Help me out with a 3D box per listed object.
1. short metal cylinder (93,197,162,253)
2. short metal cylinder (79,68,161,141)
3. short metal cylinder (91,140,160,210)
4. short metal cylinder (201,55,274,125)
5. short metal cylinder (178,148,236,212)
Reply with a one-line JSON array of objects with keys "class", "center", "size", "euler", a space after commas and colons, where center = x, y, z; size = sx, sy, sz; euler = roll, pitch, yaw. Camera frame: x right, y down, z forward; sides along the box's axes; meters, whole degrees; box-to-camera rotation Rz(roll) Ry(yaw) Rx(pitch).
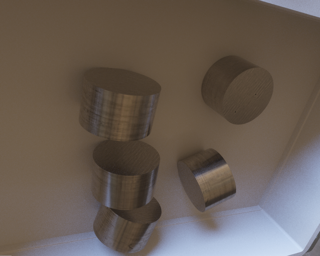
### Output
[{"class": "short metal cylinder", "center": [-0.045, 0.122, 0.424], "size": [0.081, 0.080, 0.050], "euler": [10, 113, -33]}, {"class": "short metal cylinder", "center": [-0.043, -0.028, 0.332], "size": [0.081, 0.080, 0.050], "euler": [-1, 119, -28]}, {"class": "short metal cylinder", "center": [-0.043, 0.054, 0.383], "size": [0.081, 0.080, 0.050], "euler": [-6, 121, -26]}, {"class": "short metal cylinder", "center": [0.103, -0.051, 0.417], "size": [0.081, 0.050, 0.079], "euler": [-14, 124, -21]}, {"class": "short metal cylinder", "center": [0.067, 0.076, 0.457], "size": [0.050, 0.080, 0.080], "euler": [-22, 127, -15]}]
